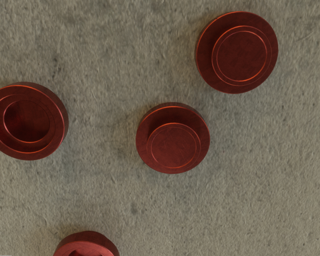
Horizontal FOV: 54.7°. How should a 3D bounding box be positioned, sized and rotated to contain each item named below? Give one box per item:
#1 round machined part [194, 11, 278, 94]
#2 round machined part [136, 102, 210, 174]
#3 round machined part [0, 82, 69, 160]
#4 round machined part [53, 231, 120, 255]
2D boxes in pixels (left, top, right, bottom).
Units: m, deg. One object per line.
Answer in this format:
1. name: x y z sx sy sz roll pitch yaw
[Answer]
1. round machined part: 0.092 -0.088 0.370 0.099 0.042 0.097 0 110 -1
2. round machined part: 0.017 0.018 0.408 0.099 0.042 0.097 0 110 -1
3. round machined part: -0.166 -0.011 0.394 0.099 0.042 0.097 0 110 -1
4. round machined part: -0.110 0.198 0.472 0.099 0.042 0.097 0 110 -1
